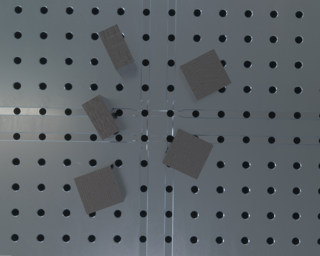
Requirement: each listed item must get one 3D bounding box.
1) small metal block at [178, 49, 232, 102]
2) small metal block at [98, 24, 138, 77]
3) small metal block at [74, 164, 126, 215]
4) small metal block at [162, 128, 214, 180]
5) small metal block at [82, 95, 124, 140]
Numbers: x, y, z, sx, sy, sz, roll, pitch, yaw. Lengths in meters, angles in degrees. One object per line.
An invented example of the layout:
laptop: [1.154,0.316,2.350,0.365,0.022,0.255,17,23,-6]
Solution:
small metal block: [0.059,-0.069,0.414,0.050,0.025,0.050,-27,90,0]
small metal block: [-0.053,-0.098,0.400,0.025,0.050,0.050,-25,90,0]
small metal block: [-0.079,0.080,0.413,0.050,0.025,0.050,-20,90,0]
small metal block: [0.036,0.034,0.414,0.050,0.025,0.050,26,90,0]
small metal block: [-0.071,-0.013,0.400,0.025,0.050,0.050,-30,90,0]
